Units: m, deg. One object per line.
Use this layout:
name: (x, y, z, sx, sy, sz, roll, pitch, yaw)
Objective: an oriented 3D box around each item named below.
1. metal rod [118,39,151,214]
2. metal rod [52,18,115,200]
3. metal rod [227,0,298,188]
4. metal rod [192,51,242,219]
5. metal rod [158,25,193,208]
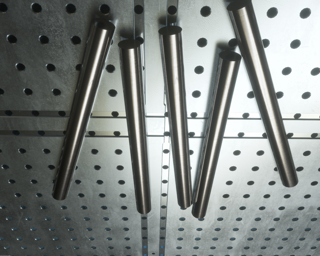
metal rod: (-0.030, 0.023, 0.430, 0.025, 0.025, 0.298, -1, 130, 0)
metal rod: (-0.110, 0.000, 0.409, 0.025, 0.025, 0.298, 15, 128, -13)
metal rod: (0.141, -0.020, 0.396, 0.025, 0.025, 0.299, -20, 128, 15)
metal rod: (0.073, 0.033, 0.441, 0.025, 0.025, 0.298, 1, 130, -2)
metal rod: (0.026, 0.010, 0.420, 0.025, 0.025, 0.298, -5, 130, 4)
